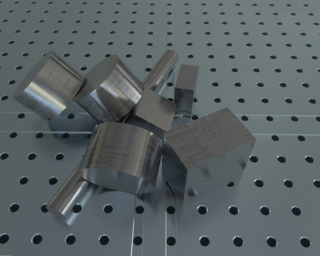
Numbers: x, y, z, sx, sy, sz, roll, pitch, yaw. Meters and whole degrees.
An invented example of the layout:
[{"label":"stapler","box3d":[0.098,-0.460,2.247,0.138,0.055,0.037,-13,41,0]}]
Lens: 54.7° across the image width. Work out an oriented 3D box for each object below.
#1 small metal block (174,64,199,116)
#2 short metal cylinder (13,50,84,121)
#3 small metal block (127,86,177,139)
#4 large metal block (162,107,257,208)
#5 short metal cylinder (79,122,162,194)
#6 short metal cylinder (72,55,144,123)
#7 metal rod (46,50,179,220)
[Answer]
[{"label":"small metal block","box3d":[0.037,-0.053,0.436,0.025,0.050,0.050,9,51,8]},{"label":"short metal cylinder","box3d":[-0.147,-0.056,0.410,0.080,0.050,0.080,-33,34,27]},{"label":"small metal block","box3d":[-0.010,-0.019,0.407,0.050,0.025,0.050,29,51,-17]},{"label":"large metal block","box3d":[0.050,0.033,0.344,0.081,0.080,0.050,-22,54,-17]},{"label":"short metal cylinder","box3d":[-0.040,0.035,0.336,0.080,0.080,0.050,8,64,7]},{"label":"short metal cylinder","box3d":[-0.068,-0.050,0.407,0.080,0.050,0.080,-29,33,22]},{"label":"metal rod","box3d":[-0.046,-0.013,0.418,0.025,0.025,0.301,20,53,16]}]
